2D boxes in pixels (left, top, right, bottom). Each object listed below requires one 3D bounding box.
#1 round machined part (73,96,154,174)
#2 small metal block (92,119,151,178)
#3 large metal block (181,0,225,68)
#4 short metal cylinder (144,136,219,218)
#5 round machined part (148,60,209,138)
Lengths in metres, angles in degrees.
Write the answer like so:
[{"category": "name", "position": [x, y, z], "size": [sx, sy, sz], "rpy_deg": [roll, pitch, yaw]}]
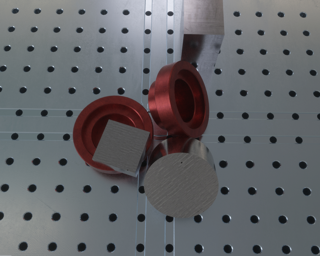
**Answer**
[{"category": "round machined part", "position": [-0.057, 0.011, 0.398], "size": [0.099, 0.042, 0.098], "rpy_deg": [0, 70, 0]}, {"category": "small metal block", "position": [-0.043, 0.024, 0.358], "size": [0.050, 0.025, 0.050], "rpy_deg": [18, 71, 6]}, {"category": "large metal block", "position": [0.056, -0.140, 0.434], "size": [0.050, 0.080, 0.080], "rpy_deg": [2, 70, 1]}, {"category": "short metal cylinder", "position": [0.025, 0.055, 0.358], "size": [0.080, 0.050, 0.079], "rpy_deg": [1, 109, 4]}, {"category": "round machined part", "position": [0.022, -0.033, 0.395], "size": [0.042, 0.098, 0.098], "rpy_deg": [-10, 66, 34]}]
